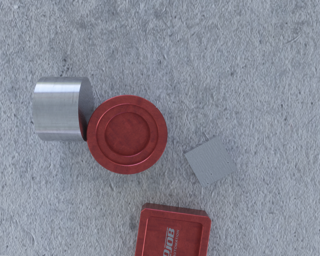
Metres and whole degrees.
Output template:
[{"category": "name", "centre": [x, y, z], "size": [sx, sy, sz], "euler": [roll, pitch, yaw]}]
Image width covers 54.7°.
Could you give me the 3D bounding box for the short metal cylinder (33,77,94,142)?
[{"category": "short metal cylinder", "centre": [-0.115, -0.023, 0.382], "size": [0.050, 0.080, 0.080], "euler": [0, 90, 0]}]

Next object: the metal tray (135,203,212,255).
[{"category": "metal tray", "centre": [0.012, 0.171, 0.407], "size": [0.091, 0.030, 0.129], "euler": [8, 90, 0]}]

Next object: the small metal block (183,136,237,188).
[{"category": "small metal block", "centre": [0.065, 0.044, 0.411], "size": [0.050, 0.025, 0.050], "euler": [-29, 90, 0]}]

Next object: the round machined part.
[{"category": "round machined part", "centre": [-0.042, 0.008, 0.398], "size": [0.099, 0.042, 0.097], "euler": [0, 91, -7]}]
